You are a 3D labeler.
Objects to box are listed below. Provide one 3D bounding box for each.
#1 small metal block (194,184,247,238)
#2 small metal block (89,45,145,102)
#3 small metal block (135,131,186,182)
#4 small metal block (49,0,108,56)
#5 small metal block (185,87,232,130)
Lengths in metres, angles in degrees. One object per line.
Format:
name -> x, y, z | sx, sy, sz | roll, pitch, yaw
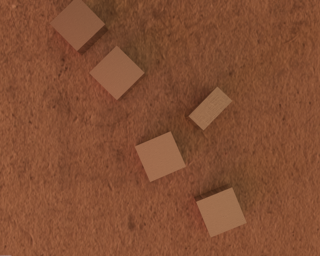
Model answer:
small metal block -> 0.079, 0.109, 0.411 | 0.050, 0.025, 0.050 | -22, 90, -1
small metal block -> -0.055, -0.071, 0.409 | 0.050, 0.025, 0.050 | 45, 90, -1
small metal block -> 0.000, 0.037, 0.410 | 0.050, 0.025, 0.050 | -23, 90, -1
small metal block -> -0.106, -0.134, 0.409 | 0.050, 0.025, 0.050 | -44, 91, 0
small metal block -> 0.061, -0.024, 0.398 | 0.025, 0.050, 0.050 | 44, 90, -1
